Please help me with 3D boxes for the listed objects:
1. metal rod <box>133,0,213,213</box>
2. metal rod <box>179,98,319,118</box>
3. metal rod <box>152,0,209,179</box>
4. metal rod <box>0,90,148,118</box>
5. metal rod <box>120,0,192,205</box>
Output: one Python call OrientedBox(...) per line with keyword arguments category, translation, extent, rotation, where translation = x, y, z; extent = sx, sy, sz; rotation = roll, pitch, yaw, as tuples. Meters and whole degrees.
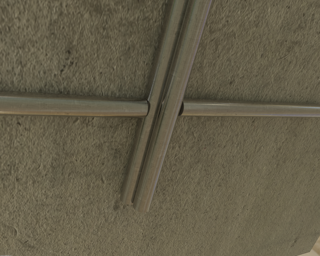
OrientedBox(category="metal rod", translation=(0.010, -0.019, 0.377), extent=(0.025, 0.025, 0.298), rotation=(1, 118, -29))
OrientedBox(category="metal rod", translation=(0.157, -0.029, 0.479), extent=(0.303, 0.025, 0.025), rotation=(-1, 119, -29))
OrientedBox(category="metal rod", translation=(0.011, -0.023, 0.403), extent=(0.025, 0.025, 0.298), rotation=(1, 118, -29))
OrientedBox(category="metal rod", translation=(-0.153, -0.025, 0.310), extent=(0.303, 0.025, 0.025), rotation=(0, 118, -29))
OrientedBox(category="metal rod", translation=(-0.009, -0.028, 0.389), extent=(0.025, 0.025, 0.298), rotation=(1, 118, -29))
